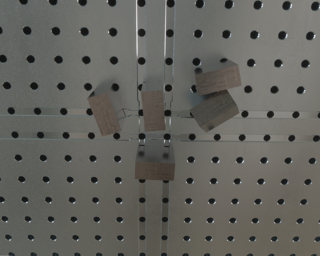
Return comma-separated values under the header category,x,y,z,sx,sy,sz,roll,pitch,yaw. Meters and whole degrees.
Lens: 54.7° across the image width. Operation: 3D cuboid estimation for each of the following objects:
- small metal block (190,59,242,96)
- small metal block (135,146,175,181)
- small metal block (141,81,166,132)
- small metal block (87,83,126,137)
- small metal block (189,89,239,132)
category,x,y,z,sx,sy,sz,roll,pitch,yaw
small metal block,0.067,-0.062,0.378,0.050,0.050,0.025,-13,108,4
small metal block,-0.007,0.047,0.417,0.050,0.050,0.025,3,110,-2
small metal block,-0.008,-0.028,0.390,0.025,0.050,0.050,-4,110,1
small metal block,-0.066,-0.024,0.390,0.025,0.050,0.050,-16,110,5
small metal block,0.070,-0.021,0.391,0.050,0.050,0.025,-32,73,11
